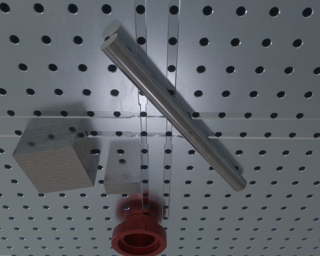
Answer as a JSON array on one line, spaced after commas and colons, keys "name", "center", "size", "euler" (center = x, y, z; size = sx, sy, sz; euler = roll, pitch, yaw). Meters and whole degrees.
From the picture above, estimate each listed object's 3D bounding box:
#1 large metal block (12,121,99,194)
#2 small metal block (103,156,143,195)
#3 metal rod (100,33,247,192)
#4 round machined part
[{"name": "large metal block", "center": [-0.139, 0.042, 0.430], "size": [0.080, 0.050, 0.080], "euler": [-9, 130, 7]}, {"name": "small metal block", "center": [-0.052, 0.069, 0.453], "size": [0.050, 0.050, 0.025], "euler": [-3, 130, 2]}, {"name": "metal rod", "center": [0.035, -0.002, 0.410], "size": [0.025, 0.025, 0.300], "euler": [-30, 124, 23]}, {"name": "round machined part", "center": [-0.037, 0.194, 0.565], "size": [0.099, 0.042, 0.097], "euler": [0, 130, 0]}]
